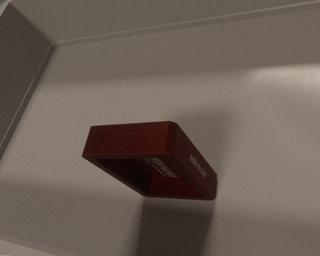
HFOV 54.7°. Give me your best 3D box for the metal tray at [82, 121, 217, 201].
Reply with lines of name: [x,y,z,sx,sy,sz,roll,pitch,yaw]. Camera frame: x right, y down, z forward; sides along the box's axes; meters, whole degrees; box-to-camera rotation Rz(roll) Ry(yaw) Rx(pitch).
metal tray: [-0.003,0.039,0.315,0.090,0.130,0.030,-3,61,26]
